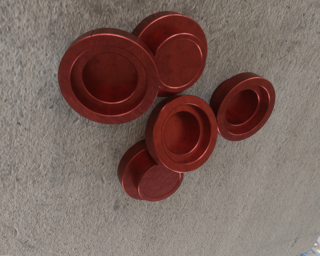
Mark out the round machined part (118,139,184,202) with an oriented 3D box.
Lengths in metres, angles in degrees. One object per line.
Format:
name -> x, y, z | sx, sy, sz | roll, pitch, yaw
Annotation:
round machined part -> -0.006, 0.064, 0.434 | 0.099, 0.042, 0.097 | -14, 125, -21

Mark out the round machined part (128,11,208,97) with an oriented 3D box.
round machined part -> 0.013, -0.080, 0.356 | 0.099, 0.042, 0.097 | -14, 125, -21

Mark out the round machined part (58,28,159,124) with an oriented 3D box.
round machined part -> -0.051, -0.056, 0.322 | 0.099, 0.042, 0.097 | -2, 123, -3

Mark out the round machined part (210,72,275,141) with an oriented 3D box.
round machined part -> 0.111, -0.033, 0.439 | 0.099, 0.042, 0.097 | -14, 125, -21

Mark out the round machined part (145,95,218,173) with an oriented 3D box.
round machined part -> 0.024, 0.006, 0.402 | 0.099, 0.042, 0.097 | -4, 97, -31
